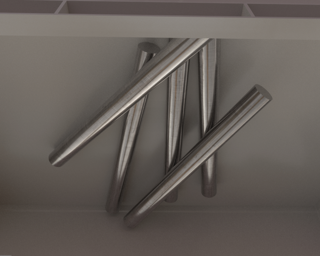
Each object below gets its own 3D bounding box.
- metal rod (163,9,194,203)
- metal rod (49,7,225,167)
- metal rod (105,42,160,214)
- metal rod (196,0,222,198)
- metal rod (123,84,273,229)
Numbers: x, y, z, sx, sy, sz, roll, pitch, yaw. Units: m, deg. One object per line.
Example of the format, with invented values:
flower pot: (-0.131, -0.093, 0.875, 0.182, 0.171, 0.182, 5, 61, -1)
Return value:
metal rod: (0.019, -0.002, 0.407, 0.025, 0.025, 0.298, 1, 130, -1)
metal rod: (-0.050, -0.026, 0.359, 0.025, 0.025, 0.299, 34, 130, -26)
metal rod: (-0.046, 0.024, 0.428, 0.025, 0.025, 0.298, 10, 130, -9)
metal rod: (0.063, -0.011, 0.399, 0.025, 0.025, 0.298, -5, 130, 4)
metal rod: (0.033, 0.056, 0.422, 0.025, 0.025, 0.298, 26, 125, -21)
